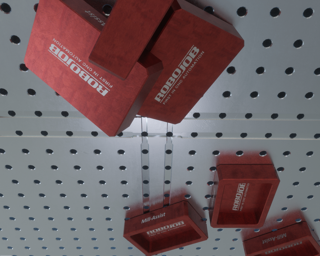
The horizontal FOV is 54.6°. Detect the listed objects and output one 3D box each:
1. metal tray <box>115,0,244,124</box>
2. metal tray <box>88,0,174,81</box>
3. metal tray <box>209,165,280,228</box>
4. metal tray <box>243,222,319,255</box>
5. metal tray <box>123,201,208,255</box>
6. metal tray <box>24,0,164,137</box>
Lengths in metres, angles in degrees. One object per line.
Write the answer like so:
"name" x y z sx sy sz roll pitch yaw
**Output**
"metal tray" 0.016 -0.065 0.338 0.091 0.030 0.129 14 131 -32
"metal tray" -0.011 -0.107 0.250 0.030 0.130 0.090 28 125 -14
"metal tray" 0.132 0.115 0.506 0.090 0.030 0.129 0 130 0
"metal tray" 0.243 0.238 0.611 0.130 0.030 0.090 -29 125 22
"metal tray" 0.011 0.187 0.566 0.130 0.030 0.090 -23 127 18
"metal tray" -0.071 -0.064 0.312 0.130 0.030 0.089 39 125 8
